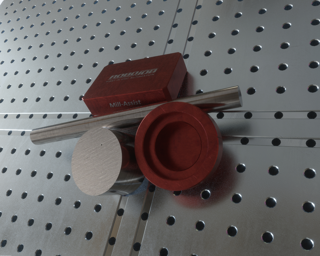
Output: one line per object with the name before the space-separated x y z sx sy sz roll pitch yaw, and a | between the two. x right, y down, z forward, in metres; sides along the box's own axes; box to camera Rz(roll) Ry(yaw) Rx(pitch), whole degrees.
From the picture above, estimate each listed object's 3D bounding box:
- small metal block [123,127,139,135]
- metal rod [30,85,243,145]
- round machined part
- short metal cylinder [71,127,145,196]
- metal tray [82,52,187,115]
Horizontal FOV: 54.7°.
small metal block | -0.037 0.012 0.430 0.050 0.025 0.050 20 72 35
metal rod | -0.047 -0.011 0.405 0.301 0.025 0.025 -10 58 22
round machined part | 0.024 0.021 0.356 0.098 0.042 0.097 -3 82 24
short metal cylinder | -0.062 0.042 0.382 0.080 0.050 0.080 -7 76 32
metal tray | -0.035 -0.063 0.442 0.130 0.030 0.090 -4 41 25
